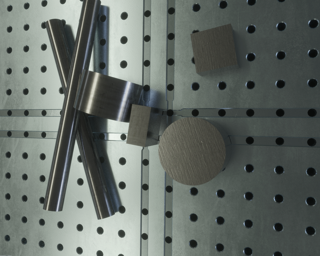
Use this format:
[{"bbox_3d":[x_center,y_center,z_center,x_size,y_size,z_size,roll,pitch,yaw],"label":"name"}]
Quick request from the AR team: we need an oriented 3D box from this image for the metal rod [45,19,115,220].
[{"bbox_3d":[-0.118,-0.017,0.454,0.025,0.025,0.299,-19,84,19],"label":"metal rod"}]

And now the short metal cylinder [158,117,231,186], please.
[{"bbox_3d":[0.045,0.027,0.383,0.080,0.050,0.079,0,90,20],"label":"short metal cylinder"}]

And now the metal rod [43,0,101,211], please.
[{"bbox_3d":[-0.120,-0.038,0.430,0.025,0.025,0.298,6,83,20],"label":"metal rod"}]

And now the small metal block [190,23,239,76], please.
[{"bbox_3d":[0.069,-0.096,0.388,0.050,0.025,0.050,-9,87,19],"label":"small metal block"}]

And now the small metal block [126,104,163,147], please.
[{"bbox_3d":[-0.019,-0.003,0.405,0.025,0.050,0.050,10,93,17],"label":"small metal block"}]

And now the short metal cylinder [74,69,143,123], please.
[{"bbox_3d":[-0.067,-0.042,0.407,0.080,0.080,0.050,18,96,19],"label":"short metal cylinder"}]
